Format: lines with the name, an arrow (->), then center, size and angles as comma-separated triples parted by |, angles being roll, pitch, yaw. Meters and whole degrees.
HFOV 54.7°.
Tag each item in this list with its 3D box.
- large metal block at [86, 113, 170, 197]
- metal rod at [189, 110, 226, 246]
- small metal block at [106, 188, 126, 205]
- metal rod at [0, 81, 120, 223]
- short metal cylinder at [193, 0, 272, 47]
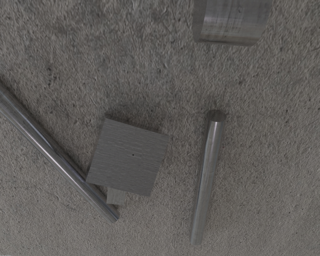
large metal block -> -0.043, 0.033, 0.396 | 0.081, 0.050, 0.080 | 17, 95, -14
metal rod -> 0.070, 0.098, 0.491 | 0.025, 0.025, 0.298 | 0, 130, -1
small metal block -> -0.061, 0.077, 0.454 | 0.025, 0.050, 0.050 | 8, 134, -6
metal rod -> -0.141, 0.051, 0.448 | 0.025, 0.025, 0.299 | -19, 128, 15
short metal cylinder -> 0.061, -0.115, 0.274 | 0.050, 0.080, 0.079 | 3, 130, -3
